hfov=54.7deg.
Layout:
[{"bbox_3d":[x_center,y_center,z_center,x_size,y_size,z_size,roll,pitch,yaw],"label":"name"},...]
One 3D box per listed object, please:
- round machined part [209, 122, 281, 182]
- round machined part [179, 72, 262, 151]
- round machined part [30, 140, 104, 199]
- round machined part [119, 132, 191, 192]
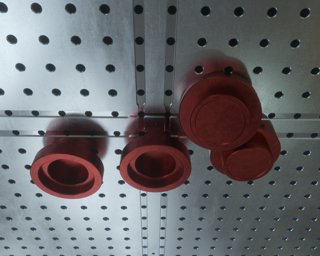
[{"bbox_3d":[0.120,0.038,0.435,0.099,0.042,0.097,-1,130,0],"label":"round machined part"},{"bbox_3d":[0.072,-0.014,0.372,0.099,0.042,0.097,3,115,8],"label":"round machined part"},{"bbox_3d":[-0.130,0.056,0.446,0.099,0.042,0.097,-1,130,0],"label":"round machined part"},{"bbox_3d":[-0.006,0.044,0.438,0.099,0.042,0.097,-1,130,0],"label":"round machined part"}]
